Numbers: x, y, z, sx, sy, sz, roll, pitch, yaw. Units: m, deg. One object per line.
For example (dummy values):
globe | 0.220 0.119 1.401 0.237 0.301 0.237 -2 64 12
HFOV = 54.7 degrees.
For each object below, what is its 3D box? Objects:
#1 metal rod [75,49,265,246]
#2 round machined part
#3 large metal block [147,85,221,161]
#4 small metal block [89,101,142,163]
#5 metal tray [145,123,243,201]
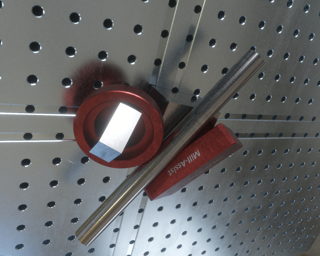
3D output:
metal rod | 0.009 0.026 0.369 0.300 0.025 0.025 -47 130 4
round machined part | -0.045 -0.005 0.357 0.099 0.042 0.097 0 118 0
large metal block | 0.019 -0.002 0.405 0.081 0.050 0.079 9 114 -33
small metal block | -0.049 0.006 0.337 0.025 0.050 0.050 31 63 -13
metal tray | 0.046 0.047 0.421 0.130 0.030 0.090 -37 163 13
